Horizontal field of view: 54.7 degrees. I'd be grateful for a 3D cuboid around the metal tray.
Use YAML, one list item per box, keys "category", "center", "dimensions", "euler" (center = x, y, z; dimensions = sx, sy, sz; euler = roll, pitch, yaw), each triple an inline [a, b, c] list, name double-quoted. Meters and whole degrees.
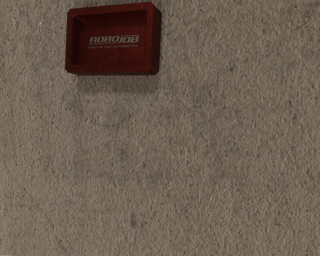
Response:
- category: "metal tray"
  center: [-0.066, -0.120, 0.428]
  dimensions: [0.130, 0.030, 0.089]
  euler: [3, 91, 19]
